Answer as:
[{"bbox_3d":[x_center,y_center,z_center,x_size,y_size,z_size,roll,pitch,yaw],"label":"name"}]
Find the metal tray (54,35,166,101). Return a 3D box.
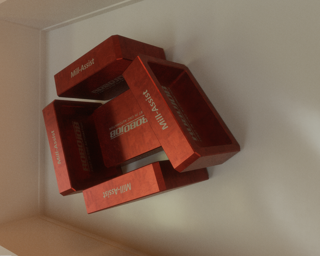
[{"bbox_3d":[-0.067,-0.074,0.415,0.130,0.091,0.030,-20,78,38],"label":"metal tray"}]

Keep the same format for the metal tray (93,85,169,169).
[{"bbox_3d":[-0.033,-0.005,0.425,0.130,0.030,0.090,-25,75,37],"label":"metal tray"}]

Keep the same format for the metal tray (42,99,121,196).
[{"bbox_3d":[-0.111,0.026,0.451,0.030,0.091,0.129,-27,74,37],"label":"metal tray"}]

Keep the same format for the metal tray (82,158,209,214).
[{"bbox_3d":[-0.019,0.069,0.375,0.130,0.091,0.030,-26,74,37],"label":"metal tray"}]

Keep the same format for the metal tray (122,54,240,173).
[{"bbox_3d":[0.024,-0.019,0.341,0.030,0.091,0.130,-44,64,32],"label":"metal tray"}]
